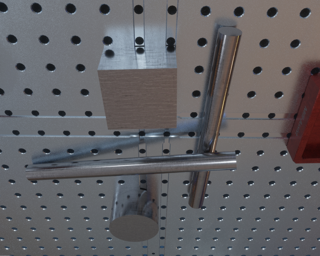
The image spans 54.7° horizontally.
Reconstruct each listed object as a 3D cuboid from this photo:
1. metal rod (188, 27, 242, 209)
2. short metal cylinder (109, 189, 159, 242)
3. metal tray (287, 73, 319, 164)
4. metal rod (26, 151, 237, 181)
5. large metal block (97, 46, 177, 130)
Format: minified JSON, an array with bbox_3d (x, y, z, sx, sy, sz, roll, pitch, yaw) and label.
[{"bbox_3d":[0.067,0.011,0.422,0.025,0.025,0.298,2,130,-2],"label":"metal rod"},{"bbox_3d":[-0.042,0.148,0.521,0.081,0.050,0.079,0,130,0],"label":"short metal cylinder"},{"bbox_3d":[0.229,-0.009,0.404,0.091,0.030,0.129,-1,130,0],"label":"metal tray"},{"bbox_3d":[-0.047,0.055,0.438,0.301,0.025,0.025,-5,130,11],"label":"metal rod"},{"bbox_3d":[-0.022,-0.045,0.356,0.081,0.050,0.079,-1,130,1],"label":"large metal block"}]
